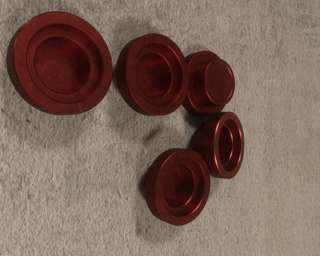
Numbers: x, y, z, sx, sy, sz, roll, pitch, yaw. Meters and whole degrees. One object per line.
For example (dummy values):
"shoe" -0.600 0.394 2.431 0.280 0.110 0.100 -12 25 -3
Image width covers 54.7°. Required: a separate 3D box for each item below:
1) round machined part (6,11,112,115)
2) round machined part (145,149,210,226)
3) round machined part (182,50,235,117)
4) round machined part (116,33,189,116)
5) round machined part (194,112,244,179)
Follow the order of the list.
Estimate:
"round machined part" -0.101 -0.061 0.310 0.099 0.042 0.097 0 90 -40
"round machined part" 0.018 0.075 0.411 0.099 0.042 0.097 -1 91 -40
"round machined part" 0.074 -0.066 0.458 0.099 0.042 0.097 0 90 -40
"round machined part" -0.013 -0.064 0.384 0.099 0.042 0.097 0 90 -40
"round machined part" 0.086 0.025 0.460 0.099 0.042 0.097 1 89 -52
